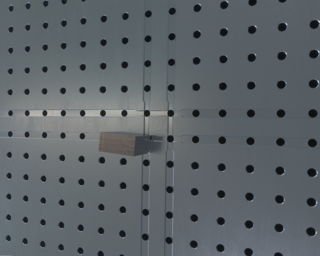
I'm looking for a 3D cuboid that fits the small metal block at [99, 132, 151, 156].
[{"bbox_3d":[-0.046,0.020,0.416,0.050,0.050,0.025,7,92,20],"label":"small metal block"}]
